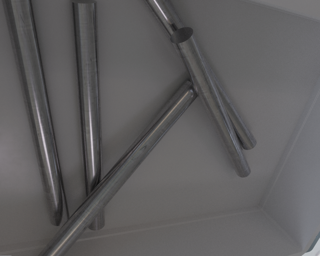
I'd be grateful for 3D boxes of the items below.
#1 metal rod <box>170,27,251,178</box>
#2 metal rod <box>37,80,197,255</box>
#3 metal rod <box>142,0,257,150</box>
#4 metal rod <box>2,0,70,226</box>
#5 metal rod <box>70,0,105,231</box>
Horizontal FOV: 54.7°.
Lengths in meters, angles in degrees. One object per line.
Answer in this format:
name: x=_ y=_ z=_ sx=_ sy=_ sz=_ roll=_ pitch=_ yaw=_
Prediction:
metal rod: x=0.083 y=-0.011 z=0.425 sx=0.025 sy=0.025 sz=0.300 roll=-38 pitch=136 yaw=-3
metal rod: x=-0.053 y=0.061 z=0.389 sx=0.300 sy=0.025 sz=0.025 roll=-50 pitch=129 yaw=-4
metal rod: x=0.065 y=-0.060 z=0.406 sx=0.025 sy=0.025 sz=0.300 roll=-42 pitch=130 yaw=1
metal rod: x=-0.128 y=-0.007 z=0.333 sx=0.025 sy=0.025 sz=0.298 roll=-12 pitch=124 yaw=-22
metal rod: x=-0.082 y=0.008 z=0.368 sx=0.025 sy=0.025 sz=0.298 roll=-10 pitch=123 yaw=-23
